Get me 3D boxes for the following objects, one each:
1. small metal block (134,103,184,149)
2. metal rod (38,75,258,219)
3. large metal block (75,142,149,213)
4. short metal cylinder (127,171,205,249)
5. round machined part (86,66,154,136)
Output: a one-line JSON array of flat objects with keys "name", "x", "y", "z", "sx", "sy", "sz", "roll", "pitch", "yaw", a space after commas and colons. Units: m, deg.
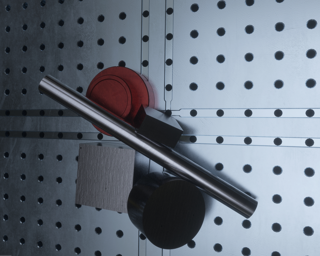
[{"name": "small metal block", "x": -0.003, "y": -0.003, "z": 0.389, "sx": 0.050, "sy": 0.050, "sz": 0.025, "roll": 24, "pitch": 103, "yaw": -17}, {"name": "metal rod", "x": -0.017, "y": 0.021, "z": 0.383, "sx": 0.301, "sy": 0.025, "sz": 0.025, "roll": 31, "pitch": 100, "yaw": 4}, {"name": "large metal block", "x": -0.063, "y": 0.063, "z": 0.418, "sx": 0.080, "sy": 0.050, "sz": 0.079, "roll": 5, "pitch": 92, "yaw": 19}, {"name": "short metal cylinder", "x": 0.007, "y": 0.097, "z": 0.373, "sx": 0.081, "sy": 0.050, "sz": 0.079, "roll": -2, "pitch": 94, "yaw": -25}, {"name": "round machined part", "x": -0.061, "y": -0.036, "z": 0.424, "sx": 0.098, "sy": 0.042, "sz": 0.097, "roll": 0, "pitch": 90, "yaw": 19}]
